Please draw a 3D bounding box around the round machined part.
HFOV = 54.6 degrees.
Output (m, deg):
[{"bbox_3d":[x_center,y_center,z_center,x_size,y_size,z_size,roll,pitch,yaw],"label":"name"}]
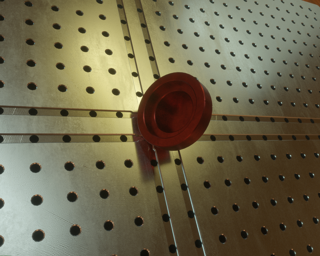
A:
[{"bbox_3d":[0.022,-0.018,0.396,0.042,0.098,0.098,28,44,-52],"label":"round machined part"}]
